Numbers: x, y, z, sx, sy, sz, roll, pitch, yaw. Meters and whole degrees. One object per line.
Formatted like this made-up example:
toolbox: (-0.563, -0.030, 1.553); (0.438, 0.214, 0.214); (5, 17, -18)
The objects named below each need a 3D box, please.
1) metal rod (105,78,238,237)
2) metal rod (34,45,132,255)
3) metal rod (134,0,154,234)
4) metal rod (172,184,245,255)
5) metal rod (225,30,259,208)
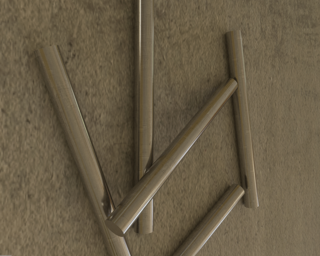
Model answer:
metal rod: (0.034, 0.016, 0.411); (0.301, 0.025, 0.025); (-47, 119, -38)
metal rod: (-0.073, 0.060, 0.344); (0.025, 0.025, 0.298); (-27, 107, -37)
metal rod: (-0.020, -0.020, 0.389); (0.025, 0.025, 0.298); (0, 90, -40)
metal rod: (0.031, 0.181, 0.433); (0.302, 0.025, 0.025); (-39, 114, -33)
metal rod: (0.140, -0.011, 0.525); (0.025, 0.025, 0.298); (-14, 99, -40)
